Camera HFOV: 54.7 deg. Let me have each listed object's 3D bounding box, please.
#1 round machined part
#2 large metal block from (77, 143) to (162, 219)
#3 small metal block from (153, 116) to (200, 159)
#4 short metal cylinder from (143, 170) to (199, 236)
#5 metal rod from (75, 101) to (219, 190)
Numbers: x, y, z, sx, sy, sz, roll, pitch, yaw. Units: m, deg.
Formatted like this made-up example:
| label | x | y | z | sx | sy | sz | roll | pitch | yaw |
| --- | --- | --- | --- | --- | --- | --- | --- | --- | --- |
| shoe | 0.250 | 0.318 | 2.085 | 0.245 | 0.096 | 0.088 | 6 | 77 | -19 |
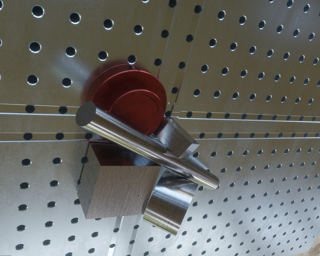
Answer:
| label | x | y | z | sx | sy | sz | roll | pitch | yaw |
| --- | --- | --- | --- | --- | --- | --- | --- | --- | --- |
| round machined part | -0.035 | -0.022 | 0.368 | 0.099 | 0.042 | 0.097 | -14 | 125 | -21 |
| large metal block | -0.055 | 0.068 | 0.405 | 0.081 | 0.050 | 0.079 | 5 | 116 | -31 |
| small metal block | 0.021 | 0.013 | 0.404 | 0.025 | 0.050 | 0.050 | -48 | 164 | 9 |
| short metal cylinder | 0.016 | 0.106 | 0.444 | 0.080 | 0.050 | 0.080 | 22 | 92 | -79 |
| metal rod | 0.010 | 0.039 | 0.400 | 0.025 | 0.025 | 0.301 | -49 | 142 | 6 |
